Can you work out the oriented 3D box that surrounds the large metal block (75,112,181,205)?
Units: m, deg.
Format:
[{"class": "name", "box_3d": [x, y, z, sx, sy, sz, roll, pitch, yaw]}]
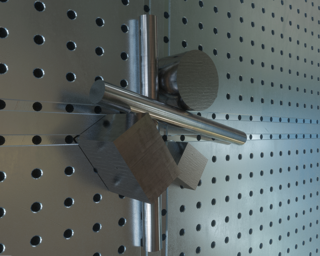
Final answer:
[{"class": "large metal block", "box_3d": [-0.036, 0.031, 0.343, 0.050, 0.080, 0.080, -42, 116, -32]}]

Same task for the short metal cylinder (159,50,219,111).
[{"class": "short metal cylinder", "box_3d": [0.035, -0.062, 0.424, 0.081, 0.050, 0.079, 0, 90, -40]}]

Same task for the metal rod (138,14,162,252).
[{"class": "metal rod", "box_3d": [-0.013, 0.007, 0.401, 0.025, 0.025, 0.298, -2, 92, -40]}]

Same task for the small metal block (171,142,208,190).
[{"class": "small metal block", "box_3d": [0.037, 0.054, 0.443, 0.050, 0.025, 0.050, 41, 65, -33]}]

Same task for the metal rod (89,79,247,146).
[{"class": "metal rod", "box_3d": [0.037, -0.009, 0.418, 0.302, 0.025, 0.025, 15, 80, -47]}]
